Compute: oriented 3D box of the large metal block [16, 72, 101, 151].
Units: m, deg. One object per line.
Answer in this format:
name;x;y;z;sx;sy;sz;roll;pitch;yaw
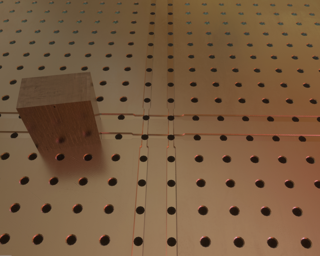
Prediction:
large metal block;-0.121;-0.020;0.388;0.080;0.080;0.050;-7;51;-6
